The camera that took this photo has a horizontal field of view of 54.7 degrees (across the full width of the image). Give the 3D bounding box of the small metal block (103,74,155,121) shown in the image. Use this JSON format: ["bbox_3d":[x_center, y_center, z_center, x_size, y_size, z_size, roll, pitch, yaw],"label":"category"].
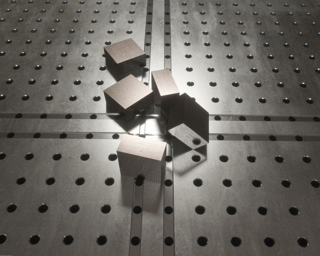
[{"bbox_3d":[-0.044,-0.044,0.443,0.050,0.025,0.050,-36,58,-24],"label":"small metal block"}]

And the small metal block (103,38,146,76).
[{"bbox_3d":[-0.057,-0.117,0.505,0.050,0.025,0.050,-25,55,-20],"label":"small metal block"}]

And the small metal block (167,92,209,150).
[{"bbox_3d":[0.037,-0.008,0.396,0.025,0.050,0.050,-27,42,36],"label":"small metal block"}]

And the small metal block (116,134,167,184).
[{"bbox_3d":[-0.020,0.036,0.361,0.050,0.050,0.025,12,51,9],"label":"small metal block"}]

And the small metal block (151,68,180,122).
[{"bbox_3d":[0.006,-0.046,0.430,0.025,0.050,0.050,-11,51,-10],"label":"small metal block"}]
